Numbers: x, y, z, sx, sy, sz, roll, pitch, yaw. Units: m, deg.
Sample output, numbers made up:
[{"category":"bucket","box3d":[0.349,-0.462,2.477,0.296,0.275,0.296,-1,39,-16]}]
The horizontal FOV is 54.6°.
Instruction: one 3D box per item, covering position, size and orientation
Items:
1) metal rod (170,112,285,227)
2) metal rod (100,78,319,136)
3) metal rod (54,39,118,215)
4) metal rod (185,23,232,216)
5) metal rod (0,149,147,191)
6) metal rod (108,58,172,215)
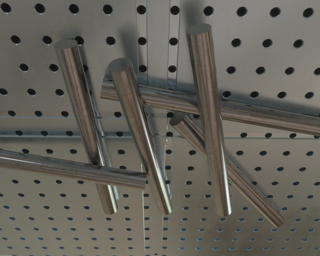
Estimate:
[{"category":"metal rod","box3d":[0.116,0.076,0.476,0.025,0.025,0.300,-32,124,24]},{"category":"metal rod","box3d":[0.078,-0.023,0.391,0.302,0.025,0.025,9,130,-8]},{"category":"metal rod","box3d":[-0.093,0.023,0.430,0.025,0.025,0.298,-3,130,2]},{"category":"metal rod","box3d":[0.068,0.016,0.391,0.025,0.025,0.299,-9,130,8]},{"category":"metal rod","box3d":[-0.168,0.051,0.430,0.301,0.025,0.025,9,130,1]},{"category":"metal rod","box3d":[-0.016,0.037,0.421,0.025,0.025,0.299,-7,136,6]}]
